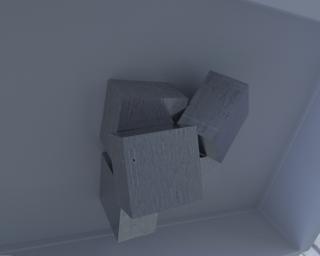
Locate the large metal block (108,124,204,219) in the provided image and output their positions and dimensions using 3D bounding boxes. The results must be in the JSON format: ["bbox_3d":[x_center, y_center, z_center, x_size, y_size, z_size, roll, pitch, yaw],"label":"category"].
[{"bbox_3d":[-0.005,0.041,0.330,0.081,0.050,0.079,-9,97,-24],"label":"large metal block"}]

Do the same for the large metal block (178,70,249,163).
[{"bbox_3d":[0.070,-0.012,0.391,0.080,0.050,0.080,-58,155,-13],"label":"large metal block"}]

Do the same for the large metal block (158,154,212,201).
[{"bbox_3d":[0.020,0.064,0.440,0.081,0.050,0.079,-5,121,-26],"label":"large metal block"}]

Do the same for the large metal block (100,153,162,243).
[{"bbox_3d":[-0.041,0.084,0.402,0.050,0.080,0.079,-7,122,-26],"label":"large metal block"}]

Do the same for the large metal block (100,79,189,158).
[{"bbox_3d":[-0.022,-0.010,0.374,0.081,0.050,0.079,-1,119,-28],"label":"large metal block"}]
